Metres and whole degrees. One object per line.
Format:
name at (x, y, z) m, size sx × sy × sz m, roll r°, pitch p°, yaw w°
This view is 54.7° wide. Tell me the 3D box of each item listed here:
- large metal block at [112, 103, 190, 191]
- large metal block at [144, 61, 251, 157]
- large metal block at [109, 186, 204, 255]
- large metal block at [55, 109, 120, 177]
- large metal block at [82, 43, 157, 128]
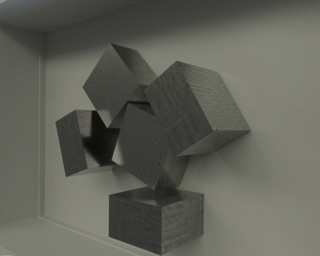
large metal block at (-0.007, 0.021, 0.393) m, size 0.080 × 0.050 × 0.079 m, roll 28°, pitch 108°, yaw 36°
large metal block at (0.041, -0.019, 0.333) m, size 0.050 × 0.081 × 0.080 m, roll -38°, pitch 67°, yaw 33°
large metal block at (-0.004, 0.104, 0.371) m, size 0.080 × 0.081 × 0.050 m, roll 1°, pitch 91°, yaw 39°
large metal block at (-0.093, 0.021, 0.444) m, size 0.050 × 0.081 × 0.080 m, roll -24°, pitch 75°, yaw 37°
large metal block at (-0.052, -0.056, 0.429) m, size 0.080 × 0.050 × 0.080 m, roll -49°, pitch 61°, yaw 28°
